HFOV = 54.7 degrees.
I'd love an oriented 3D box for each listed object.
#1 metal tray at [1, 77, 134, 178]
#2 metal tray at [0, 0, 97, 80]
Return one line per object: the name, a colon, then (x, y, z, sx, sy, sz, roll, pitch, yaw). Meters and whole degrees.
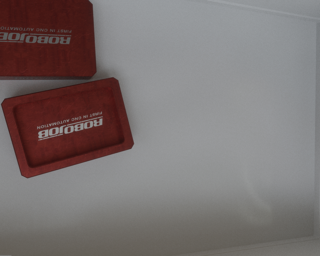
metal tray: (-0.105, -0.003, 0.368, 0.131, 0.030, 0.089, -15, 95, -20)
metal tray: (-0.143, -0.102, 0.355, 0.131, 0.030, 0.089, -4, 91, -20)
